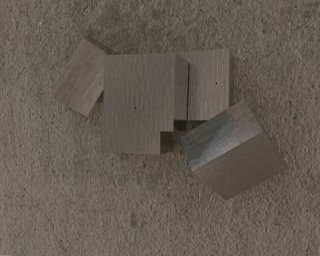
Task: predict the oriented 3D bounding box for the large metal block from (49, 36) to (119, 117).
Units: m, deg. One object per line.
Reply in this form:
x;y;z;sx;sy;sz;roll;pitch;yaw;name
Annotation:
-0.095;-0.071;0.406;0.050;0.080;0.080;31;102;-17;large metal block

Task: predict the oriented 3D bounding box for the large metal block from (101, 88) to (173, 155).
-0.029;-0.009;0.404;0.080;0.050;0.079;0;90;19;large metal block

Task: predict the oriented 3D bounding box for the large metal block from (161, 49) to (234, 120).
0.047;-0.049;0.380;0.080;0.050;0.079;0;90;19;large metal block

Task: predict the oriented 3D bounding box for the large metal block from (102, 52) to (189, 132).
-0.015;-0.038;0.346;0.080;0.050;0.079;2;91;19;large metal block

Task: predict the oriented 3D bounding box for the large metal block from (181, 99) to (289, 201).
0.083;0.027;0.344;0.080;0.080;0.050;-33;42;17;large metal block
